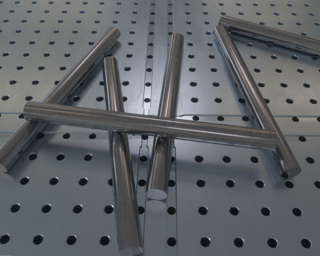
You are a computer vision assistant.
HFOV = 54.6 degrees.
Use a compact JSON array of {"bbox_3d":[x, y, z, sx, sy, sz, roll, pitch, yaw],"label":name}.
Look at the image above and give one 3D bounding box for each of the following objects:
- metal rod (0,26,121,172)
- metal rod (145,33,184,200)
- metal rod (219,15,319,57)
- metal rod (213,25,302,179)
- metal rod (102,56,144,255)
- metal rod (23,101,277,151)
[{"bbox_3d":[-0.137,-0.062,0.459,0.025,0.025,0.301,17,52,14],"label":"metal rod"},{"bbox_3d":[0.013,-0.040,0.441,0.025,0.025,0.300,5,50,4],"label":"metal rod"},{"bbox_3d":[0.245,-0.143,0.528,0.301,0.025,0.025,22,54,17],"label":"metal rod"},{"bbox_3d":[0.130,-0.060,0.458,0.025,0.025,0.300,-7,50,-6],"label":"metal rod"},{"bbox_3d":[-0.054,0.009,0.400,0.025,0.025,0.300,-8,50,-6],"label":"metal rod"},{"bbox_3d":[-0.016,-0.003,0.376,0.301,0.025,0.025,7,50,5],"label":"metal rod"}]
